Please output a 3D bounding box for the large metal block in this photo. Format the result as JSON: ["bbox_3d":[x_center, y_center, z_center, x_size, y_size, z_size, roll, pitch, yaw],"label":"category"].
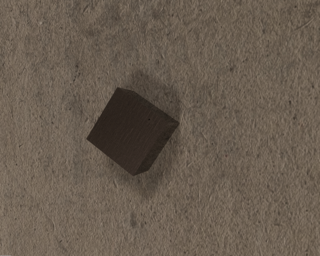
[{"bbox_3d":[-0.035,0.004,0.407,0.080,0.050,0.080,36,101,16],"label":"large metal block"}]
